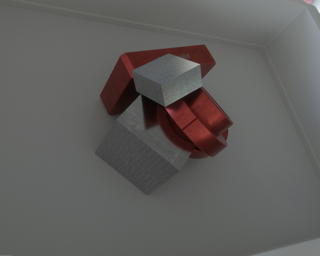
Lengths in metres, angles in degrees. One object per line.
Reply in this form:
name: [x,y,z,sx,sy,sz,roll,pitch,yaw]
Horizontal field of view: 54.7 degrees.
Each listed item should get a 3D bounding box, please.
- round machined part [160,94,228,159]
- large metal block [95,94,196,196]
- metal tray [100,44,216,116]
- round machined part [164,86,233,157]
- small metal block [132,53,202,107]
round machined part: [0.039,-0.003,0.419,0.099,0.042,0.098,14,56,-21]
large metal block: [-0.016,0.021,0.349,0.080,0.080,0.050,39,51,-2]
metal tray: [-0.002,-0.062,0.400,0.131,0.090,0.030,-16,71,-35]
round machined part: [0.046,-0.018,0.356,0.098,0.042,0.098,46,13,-13]
small metal block: [0.007,-0.052,0.322,0.050,0.025,0.050,-31,40,-25]
